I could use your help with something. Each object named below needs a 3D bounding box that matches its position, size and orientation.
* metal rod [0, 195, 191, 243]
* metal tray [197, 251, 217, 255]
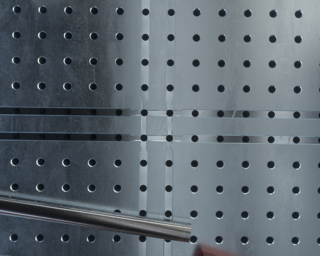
[{"bbox_3d":[-0.110,0.117,0.412,0.302,0.025,0.025,9,90,0],"label":"metal rod"},{"bbox_3d":[0.076,0.243,0.411,0.090,0.030,0.129,18,90,0],"label":"metal tray"}]
